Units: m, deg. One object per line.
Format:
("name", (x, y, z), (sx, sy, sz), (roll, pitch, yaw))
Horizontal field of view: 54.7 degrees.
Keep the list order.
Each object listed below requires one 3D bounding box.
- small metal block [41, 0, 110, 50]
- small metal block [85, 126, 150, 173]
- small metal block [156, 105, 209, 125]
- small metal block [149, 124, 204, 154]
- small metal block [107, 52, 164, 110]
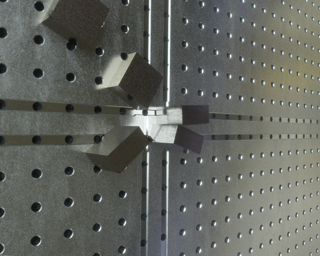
("small metal block", (-0.090, -0.121, 0.335), (0.050, 0.025, 0.050), (32, 70, -36))
("small metal block", (-0.049, 0.023, 0.354), (0.050, 0.050, 0.025), (-45, 118, -31))
("small metal block", (0.031, -0.017, 0.421), (0.050, 0.050, 0.025), (-4, 93, -40))
("small metal block", (0.021, 0.015, 0.413), (0.050, 0.050, 0.025), (24, 75, -38))
("small metal block", (-0.030, -0.057, 0.386), (0.050, 0.025, 0.050), (38, 67, -34))
